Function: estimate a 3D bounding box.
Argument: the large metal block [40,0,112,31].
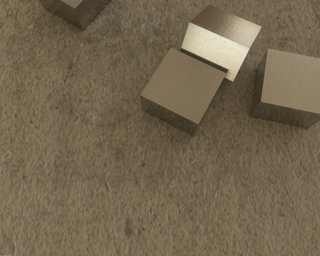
[{"bbox_3d":[-0.128,-0.208,0.469,0.080,0.050,0.080,32,73,10],"label":"large metal block"}]

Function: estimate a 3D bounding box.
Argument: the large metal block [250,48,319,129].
[{"bbox_3d":[0.173,-0.052,0.416,0.080,0.050,0.080,12,70,4],"label":"large metal block"}]

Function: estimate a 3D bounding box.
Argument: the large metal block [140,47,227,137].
[{"bbox_3d":[0.030,-0.047,0.412,0.080,0.050,0.080,28,72,9],"label":"large metal block"}]

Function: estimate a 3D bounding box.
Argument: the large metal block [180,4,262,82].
[{"bbox_3d":[0.083,-0.118,0.422,0.080,0.050,0.080,27,44,9],"label":"large metal block"}]
